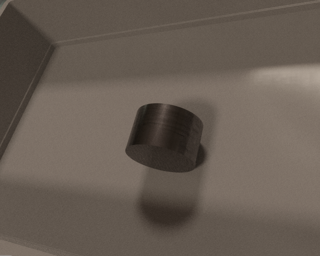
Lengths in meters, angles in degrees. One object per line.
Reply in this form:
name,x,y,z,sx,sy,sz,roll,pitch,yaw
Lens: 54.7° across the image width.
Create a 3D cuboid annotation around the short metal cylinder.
short metal cylinder,0.006,0.014,0.358,0.080,0.080,0.050,1,62,28
